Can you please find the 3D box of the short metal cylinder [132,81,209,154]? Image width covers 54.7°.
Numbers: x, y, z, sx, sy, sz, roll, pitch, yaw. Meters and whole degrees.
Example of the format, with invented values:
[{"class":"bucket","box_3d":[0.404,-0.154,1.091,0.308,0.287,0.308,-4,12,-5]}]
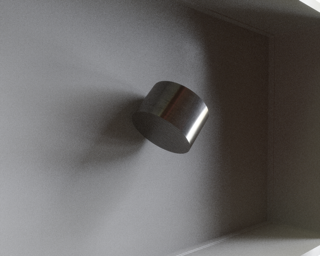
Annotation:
[{"class":"short metal cylinder","box_3d":[0.013,-0.012,0.384,0.080,0.080,0.050,48,61,-30]}]
